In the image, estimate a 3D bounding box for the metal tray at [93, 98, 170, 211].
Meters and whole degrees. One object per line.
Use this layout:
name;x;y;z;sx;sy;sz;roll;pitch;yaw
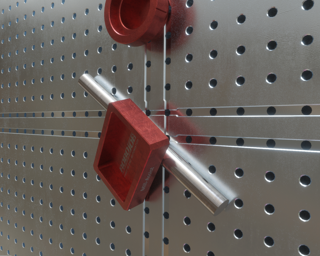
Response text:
metal tray;-0.044;0.037;0.415;0.090;0.030;0.129;46;134;28

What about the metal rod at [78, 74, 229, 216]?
metal rod;-0.026;0.006;0.428;0.300;0.025;0.025;41;115;32

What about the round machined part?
round machined part;-0.027;-0.159;0.419;0.098;0.042;0.097;0;90;39
